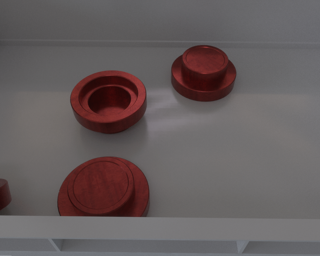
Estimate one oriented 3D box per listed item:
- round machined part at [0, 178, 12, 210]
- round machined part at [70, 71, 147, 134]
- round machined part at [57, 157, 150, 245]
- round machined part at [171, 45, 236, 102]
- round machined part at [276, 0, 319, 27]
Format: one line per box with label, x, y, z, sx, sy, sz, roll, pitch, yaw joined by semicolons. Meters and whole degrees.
round machined part;-0.203;0.065;0.303;0.099;0.042;0.098;-9;7;1
round machined part;-0.067;-0.031;0.419;0.099;0.042;0.098;0;50;0
round machined part;-0.061;0.070;0.334;0.099;0.042;0.098;0;50;0
round machined part;0.066;-0.089;0.469;0.099;0.042;0.098;0;50;0
round machined part;0.258;-0.202;0.548;0.099;0.042;0.098;-1;14;1
